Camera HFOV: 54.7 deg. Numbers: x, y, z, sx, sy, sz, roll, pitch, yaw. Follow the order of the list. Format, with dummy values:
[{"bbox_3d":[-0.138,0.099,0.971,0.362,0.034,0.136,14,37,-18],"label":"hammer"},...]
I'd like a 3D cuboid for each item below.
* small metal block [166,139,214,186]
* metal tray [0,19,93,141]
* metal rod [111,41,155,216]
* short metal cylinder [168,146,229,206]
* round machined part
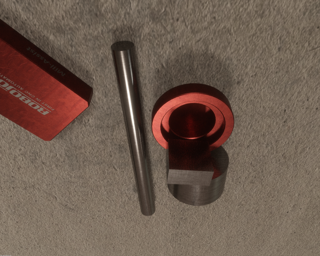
[{"bbox_3d":[0.034,0.040,0.371,0.050,0.050,0.025,4,130,-4],"label":"small metal block"},{"bbox_3d":[-0.157,-0.049,0.360,0.090,0.030,0.130,-37,122,26],"label":"metal tray"},{"bbox_3d":[-0.030,0.025,0.428,0.025,0.025,0.298,-3,130,2],"label":"metal rod"},{"bbox_3d":[0.050,0.058,0.421,0.081,0.080,0.050,-1,130,0],"label":"short metal cylinder"},{"bbox_3d":[0.039,-0.015,0.384,0.099,0.042,0.097,-1,130,0],"label":"round machined part"}]
